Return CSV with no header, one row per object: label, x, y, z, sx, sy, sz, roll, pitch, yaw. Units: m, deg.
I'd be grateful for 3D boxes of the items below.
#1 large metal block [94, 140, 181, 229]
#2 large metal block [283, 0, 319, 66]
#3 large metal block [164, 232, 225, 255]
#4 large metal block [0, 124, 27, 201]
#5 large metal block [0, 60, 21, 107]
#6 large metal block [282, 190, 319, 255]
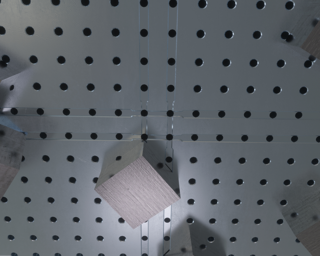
large metal block,-0.029,0.078,0.428,0.080,0.050,0.080,-36,106,12
large metal block,0.210,-0.111,0.360,0.080,0.050,0.080,28,108,-10
large metal block,0.052,0.224,0.483,0.080,0.050,0.080,38,106,-13
large metal block,-0.217,0.049,0.394,0.050,0.080,0.080,28,109,-29
large metal block,-0.236,-0.055,0.378,0.080,0.050,0.080,34,106,-12
large metal block,0.244,0.145,0.455,0.080,0.050,0.080,-38,106,13
